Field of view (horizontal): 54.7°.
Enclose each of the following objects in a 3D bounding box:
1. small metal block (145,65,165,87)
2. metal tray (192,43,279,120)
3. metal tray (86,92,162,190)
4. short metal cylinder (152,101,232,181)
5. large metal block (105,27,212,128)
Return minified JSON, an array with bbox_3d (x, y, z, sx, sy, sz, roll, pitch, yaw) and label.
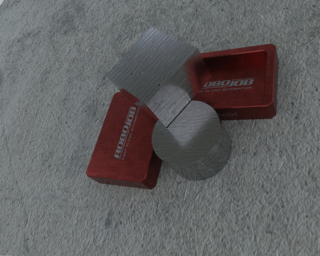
[{"bbox_3d":[-0.006,-0.061,0.430,0.050,0.050,0.025,1,62,28],"label":"small metal block"},{"bbox_3d":[0.079,-0.055,0.394,0.130,0.030,0.090,-1,61,27],"label":"metal tray"},{"bbox_3d":[-0.036,0.012,0.415,0.090,0.030,0.130,1,62,28],"label":"metal tray"},{"bbox_3d":[0.038,0.015,0.360,0.080,0.050,0.080,-13,56,21],"label":"short metal cylinder"},{"bbox_3d":[-0.002,-0.061,0.361,0.080,0.050,0.080,-48,51,-6],"label":"large metal block"}]
